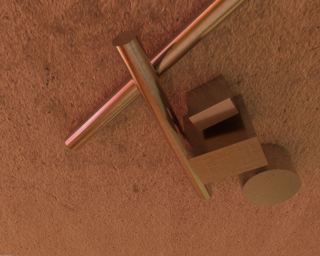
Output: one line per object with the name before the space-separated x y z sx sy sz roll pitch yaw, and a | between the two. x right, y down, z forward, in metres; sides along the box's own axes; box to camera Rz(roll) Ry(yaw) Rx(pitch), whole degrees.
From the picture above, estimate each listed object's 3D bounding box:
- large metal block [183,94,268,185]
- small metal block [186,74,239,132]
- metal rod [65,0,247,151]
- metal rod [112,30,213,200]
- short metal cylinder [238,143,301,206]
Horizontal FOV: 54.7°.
large metal block | 0.078 0.013 0.384 0.080 0.080 0.050 -21 127 16
small metal block | 0.060 -0.030 0.366 0.050 0.050 0.025 -27 125 20
metal rod | -0.014 -0.062 0.354 0.025 0.025 0.299 37 121 -27
metal rod | 0.019 0.010 0.394 0.025 0.025 0.299 -17 135 13
short metal cylinder | 0.156 0.069 0.452 0.081 0.050 0.079 0 130 0
